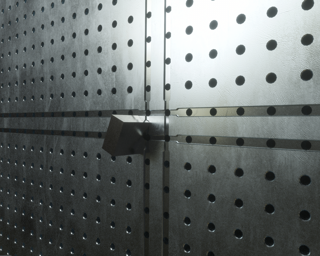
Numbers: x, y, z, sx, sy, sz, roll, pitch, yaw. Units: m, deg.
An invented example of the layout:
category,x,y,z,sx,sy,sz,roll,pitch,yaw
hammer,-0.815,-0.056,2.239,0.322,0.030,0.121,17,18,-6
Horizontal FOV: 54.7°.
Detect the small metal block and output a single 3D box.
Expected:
category,x,y,z,sx,sy,sz,roll,pitch,yaw
small metal block,-0.047,0.010,0.430,0.025,0.050,0.050,30,109,36
